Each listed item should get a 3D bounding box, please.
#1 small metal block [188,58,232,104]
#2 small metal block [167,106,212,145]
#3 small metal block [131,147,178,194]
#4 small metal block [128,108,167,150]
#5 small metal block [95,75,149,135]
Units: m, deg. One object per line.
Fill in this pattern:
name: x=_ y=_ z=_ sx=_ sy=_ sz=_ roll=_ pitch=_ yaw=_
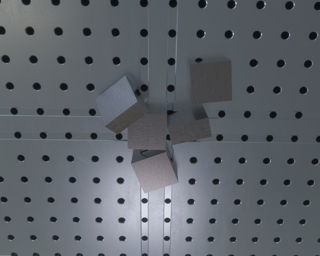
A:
small metal block: x=0.063 y=-0.060 z=0.392 sx=0.050 sy=0.025 sz=0.050 roll=-5 pitch=110 yaw=2
small metal block: x=0.036 y=-0.004 z=0.399 sx=0.050 sy=0.050 sz=0.025 roll=-13 pitch=110 yaw=4
small metal block: x=-0.007 y=0.058 z=0.434 sx=0.050 sy=0.025 sz=0.050 roll=-20 pitch=109 yaw=7
small metal block: x=-0.017 y=0.001 z=0.414 sx=0.050 sy=0.025 sz=0.050 roll=2 pitch=110 yaw=-1
small metal block: x=-0.048 y=-0.029 z=0.386 sx=0.050 sy=0.050 sz=0.025 roll=-36 pitch=141 yaw=12
